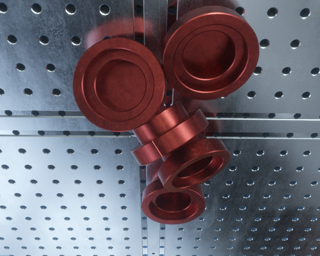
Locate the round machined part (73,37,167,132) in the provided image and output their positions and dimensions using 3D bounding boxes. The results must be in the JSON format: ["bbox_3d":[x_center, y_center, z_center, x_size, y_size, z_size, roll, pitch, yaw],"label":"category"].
[{"bbox_3d":[-0.041,-0.046,0.341,0.099,0.042,0.097,1,95,8],"label":"round machined part"}]

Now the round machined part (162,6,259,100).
[{"bbox_3d":[0.051,-0.081,0.330,0.099,0.042,0.097,-3,130,-3],"label":"round machined part"}]

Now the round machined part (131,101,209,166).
[{"bbox_3d":[0.006,0.002,0.375,0.098,0.098,0.042,-31,93,23],"label":"round machined part"}]

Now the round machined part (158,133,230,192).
[{"bbox_3d":[0.042,0.043,0.421,0.099,0.042,0.098,-20,149,-13],"label":"round machined part"}]

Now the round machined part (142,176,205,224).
[{"bbox_3d":[0.021,0.109,0.494,0.099,0.042,0.097,-1,131,0],"label":"round machined part"}]
